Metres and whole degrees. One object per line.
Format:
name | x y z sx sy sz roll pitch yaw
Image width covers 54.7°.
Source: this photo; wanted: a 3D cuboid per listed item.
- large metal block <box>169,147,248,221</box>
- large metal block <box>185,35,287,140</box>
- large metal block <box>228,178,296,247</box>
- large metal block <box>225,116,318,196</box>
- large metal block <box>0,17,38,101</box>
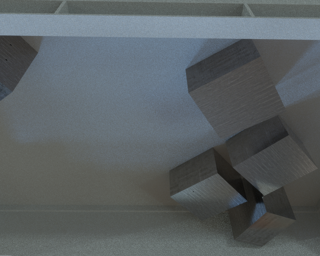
large metal block | 0.071 0.087 0.467 0.080 0.050 0.080 -32 123 24
large metal block | 0.086 -0.044 0.356 0.080 0.050 0.080 -26 126 20
large metal block | 0.151 0.123 0.479 0.050 0.080 0.079 19 128 -15
large metal block | 0.150 0.037 0.423 0.080 0.050 0.080 -36 122 24
large metal block | -0.182 -0.073 0.309 0.050 0.080 0.080 -29 125 22
